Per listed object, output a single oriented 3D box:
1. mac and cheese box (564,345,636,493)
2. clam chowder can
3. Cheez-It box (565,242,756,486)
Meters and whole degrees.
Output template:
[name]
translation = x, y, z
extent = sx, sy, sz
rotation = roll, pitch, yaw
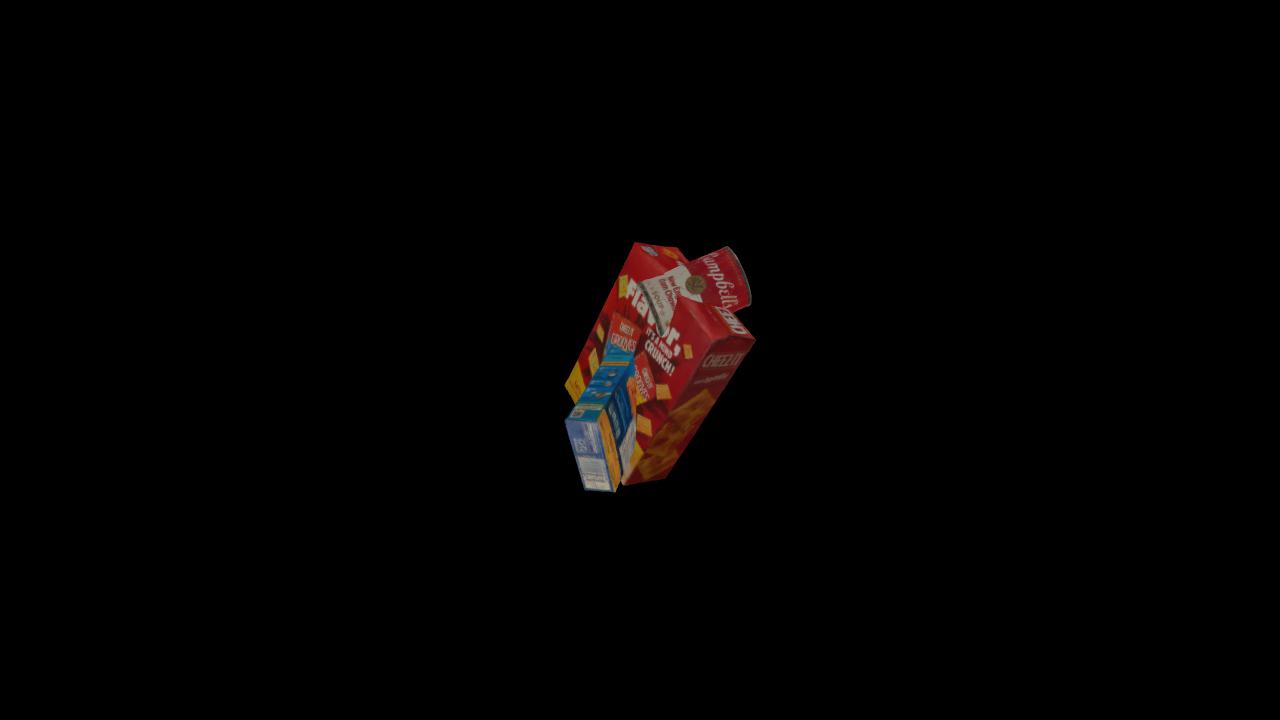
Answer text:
[mac and cheese box]
translation = -0.021, 0.046, 0.664
extent = 0.041, 0.093, 0.184
rotation = 0, 32, 20
[clam chowder can]
translation = 0.055, -0.068, 0.639
extent = 0.102, 0.068, 0.068
rotation = -23, 1, -3
[Cheez-It box]
translation = 0.011, 0.006, 0.689
extent = 0.071, 0.223, 0.166
rotation = -2, 44, -38
